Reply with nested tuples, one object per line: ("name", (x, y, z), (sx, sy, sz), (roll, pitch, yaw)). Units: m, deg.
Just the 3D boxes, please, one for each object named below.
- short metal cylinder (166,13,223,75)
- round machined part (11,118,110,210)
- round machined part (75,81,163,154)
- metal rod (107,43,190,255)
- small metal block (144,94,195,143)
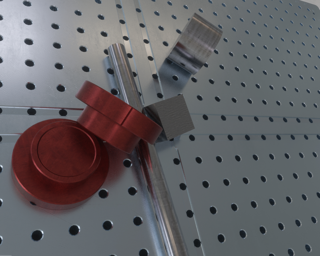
("short metal cylinder", (0.053, -0.130, 0.481), (0.050, 0.080, 0.080), (31, 52, -8))
("round machined part", (-0.100, 0.032, 0.324), (0.099, 0.042, 0.098), (14, 56, -21))
("round machined part", (-0.049, -0.007, 0.335), (0.098, 0.098, 0.042), (32, 87, -7))
("metal rod", (-0.020, 0.019, 0.386), (0.025, 0.025, 0.299), (-4, 64, -30))
("small metal block", (0.013, -0.013, 0.413), (0.050, 0.025, 0.050), (-22, 94, -37))
